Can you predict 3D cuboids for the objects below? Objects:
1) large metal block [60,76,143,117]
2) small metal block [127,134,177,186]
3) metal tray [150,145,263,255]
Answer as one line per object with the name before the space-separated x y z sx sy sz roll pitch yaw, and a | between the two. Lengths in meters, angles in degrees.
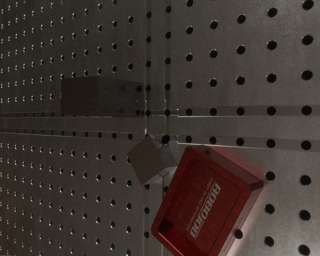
large metal block | -0.082 -0.042 0.439 0.080 0.081 0.050 4 93 39
small metal block | -0.011 0.042 0.417 0.050 0.025 0.050 -40 66 32
metal tray | 0.049 0.096 0.364 0.090 0.030 0.129 34 111 34
